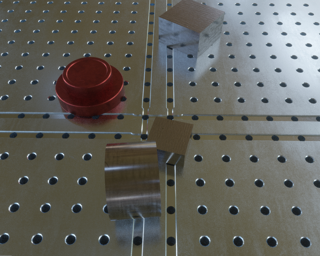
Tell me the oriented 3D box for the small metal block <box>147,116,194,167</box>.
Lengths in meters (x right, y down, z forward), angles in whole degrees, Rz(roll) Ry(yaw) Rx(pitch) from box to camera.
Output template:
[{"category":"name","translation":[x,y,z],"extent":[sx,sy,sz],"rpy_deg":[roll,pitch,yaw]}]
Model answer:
[{"category":"small metal block","translation":[0.012,0.017,0.394],"extent":[0.050,0.025,0.050],"rpy_deg":[12,51,10]}]

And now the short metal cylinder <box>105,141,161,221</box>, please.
[{"category":"short metal cylinder","translation":[-0.027,0.054,0.326],"extent":[0.050,0.080,0.080],"rpy_deg":[-4,50,-3]}]

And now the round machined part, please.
[{"category":"round machined part","translation":[-0.103,-0.066,0.452],"extent":[0.099,0.042,0.098],"rpy_deg":[0,50,0]}]

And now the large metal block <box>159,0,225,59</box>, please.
[{"category":"large metal block","translation":[0.054,-0.175,0.539],"extent":[0.080,0.050,0.080],"rpy_deg":[30,56,22]}]
